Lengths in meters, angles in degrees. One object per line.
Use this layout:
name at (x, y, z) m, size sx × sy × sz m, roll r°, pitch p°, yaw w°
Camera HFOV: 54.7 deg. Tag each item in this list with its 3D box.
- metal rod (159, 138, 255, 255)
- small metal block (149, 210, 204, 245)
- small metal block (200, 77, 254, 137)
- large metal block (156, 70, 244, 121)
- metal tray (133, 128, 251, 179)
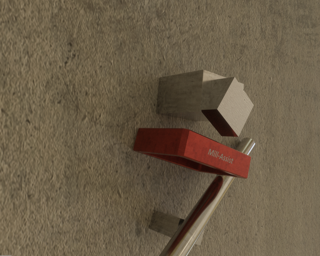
metal rod at (0.075, 0.090, 0.424) m, size 0.302 × 0.025 × 0.025 m, roll -39°, pitch 115°, yaw -49°
small metal block at (0.022, 0.132, 0.410) m, size 0.050 × 0.050 × 0.025 m, roll 29°, pitch 72°, yaw -37°
small metal block at (0.082, -0.025, 0.371) m, size 0.050 × 0.025 × 0.050 m, roll 47°, pitch 62°, yaw -30°
large metal block at (0.053, -0.039, 0.416) m, size 0.081 × 0.080 × 0.050 m, roll 9°, pitch 85°, yaw -40°
metal tray at (0.043, 0.033, 0.400) m, size 0.131 × 0.090 × 0.030 m, roll 22°, pitch 76°, yaw -38°
